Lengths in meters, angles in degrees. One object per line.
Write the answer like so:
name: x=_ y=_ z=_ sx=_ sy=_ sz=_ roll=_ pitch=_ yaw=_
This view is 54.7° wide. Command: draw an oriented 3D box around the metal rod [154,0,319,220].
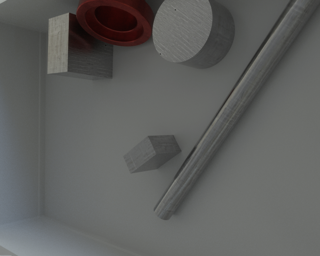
metal rod: x=0.072 y=-0.009 z=0.345 sx=0.025 sy=0.025 sz=0.298 roll=44 pitch=116 yaw=30

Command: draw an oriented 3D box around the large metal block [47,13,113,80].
large metal block: x=-0.118 y=-0.118 z=0.465 sx=0.050 sy=0.081 sz=0.079 roll=4 pitch=92 yaw=40

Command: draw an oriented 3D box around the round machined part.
round machined part: x=-0.056 y=-0.152 z=0.407 sx=0.098 sy=0.098 sz=0.042 roll=-5 pitch=68 yaw=39

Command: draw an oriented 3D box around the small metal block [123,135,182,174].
small metal block: x=-0.010 y=0.033 z=0.397 sx=0.050 sy=0.050 sz=0.025 roll=-40 pitch=66 yaw=32

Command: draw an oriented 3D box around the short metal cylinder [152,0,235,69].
short metal cylinder: x=0.038 y=-0.112 z=0.358 sx=0.080 sy=0.050 sz=0.079 roll=0 pitch=90 yaw=39
